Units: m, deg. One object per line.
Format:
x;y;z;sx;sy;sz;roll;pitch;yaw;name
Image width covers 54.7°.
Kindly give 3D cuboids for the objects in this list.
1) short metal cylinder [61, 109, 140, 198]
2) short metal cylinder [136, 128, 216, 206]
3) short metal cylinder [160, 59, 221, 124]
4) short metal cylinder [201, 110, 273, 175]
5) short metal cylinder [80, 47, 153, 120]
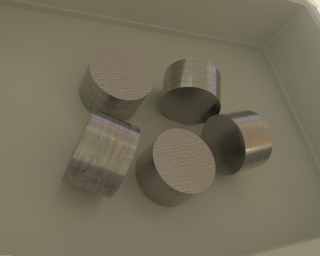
-0.061;0.026;0.320;0.050;0.080;0.080;24;53;-14;short metal cylinder
0.018;0.047;0.370;0.081;0.050;0.080;14;56;-21;short metal cylinder
0.043;-0.048;0.424;0.080;0.080;0.050;20;54;-17;short metal cylinder
0.100;0.018;0.413;0.050;0.080;0.080;-9;67;-33;short metal cylinder
-0.056;-0.055;0.392;0.081;0.050;0.080;14;56;-21;short metal cylinder
